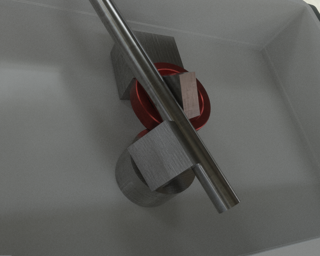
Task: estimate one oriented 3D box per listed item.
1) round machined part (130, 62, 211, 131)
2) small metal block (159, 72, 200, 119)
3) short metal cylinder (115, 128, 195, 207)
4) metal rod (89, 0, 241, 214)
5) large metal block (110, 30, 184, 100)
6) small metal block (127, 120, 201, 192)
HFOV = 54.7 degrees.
[{"bbox_3d":[0.009,-0.029,0.380,0.099,0.042,0.098,14,56,-21],"label":"round machined part"},{"bbox_3d":[0.017,-0.037,0.359,0.025,0.050,0.050,-19,107,-39],"label":"small metal block"},{"bbox_3d":[-0.005,0.046,0.359,0.081,0.050,0.080,14,56,-21],"label":"short metal cylinder"},{"bbox_3d":[-0.006,-0.046,0.340,0.025,0.025,0.299,-21,73,-36],"label":"metal rod"},{"bbox_3d":[-0.017,-0.085,0.430,0.081,0.050,0.080,0,62,-29],"label":"large metal block"},{"bbox_3d":[0.004,0.027,0.308,0.050,0.050,0.025,59,19,14],"label":"small metal block"}]
